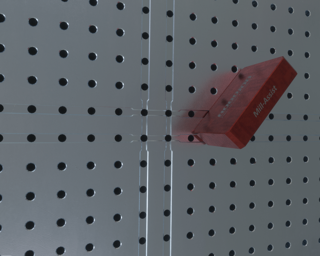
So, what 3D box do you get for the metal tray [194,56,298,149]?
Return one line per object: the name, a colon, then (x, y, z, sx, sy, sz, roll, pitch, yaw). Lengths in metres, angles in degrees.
metal tray: (0.113, -0.033, 0.419, 0.030, 0.090, 0.130, 43, 77, -15)
